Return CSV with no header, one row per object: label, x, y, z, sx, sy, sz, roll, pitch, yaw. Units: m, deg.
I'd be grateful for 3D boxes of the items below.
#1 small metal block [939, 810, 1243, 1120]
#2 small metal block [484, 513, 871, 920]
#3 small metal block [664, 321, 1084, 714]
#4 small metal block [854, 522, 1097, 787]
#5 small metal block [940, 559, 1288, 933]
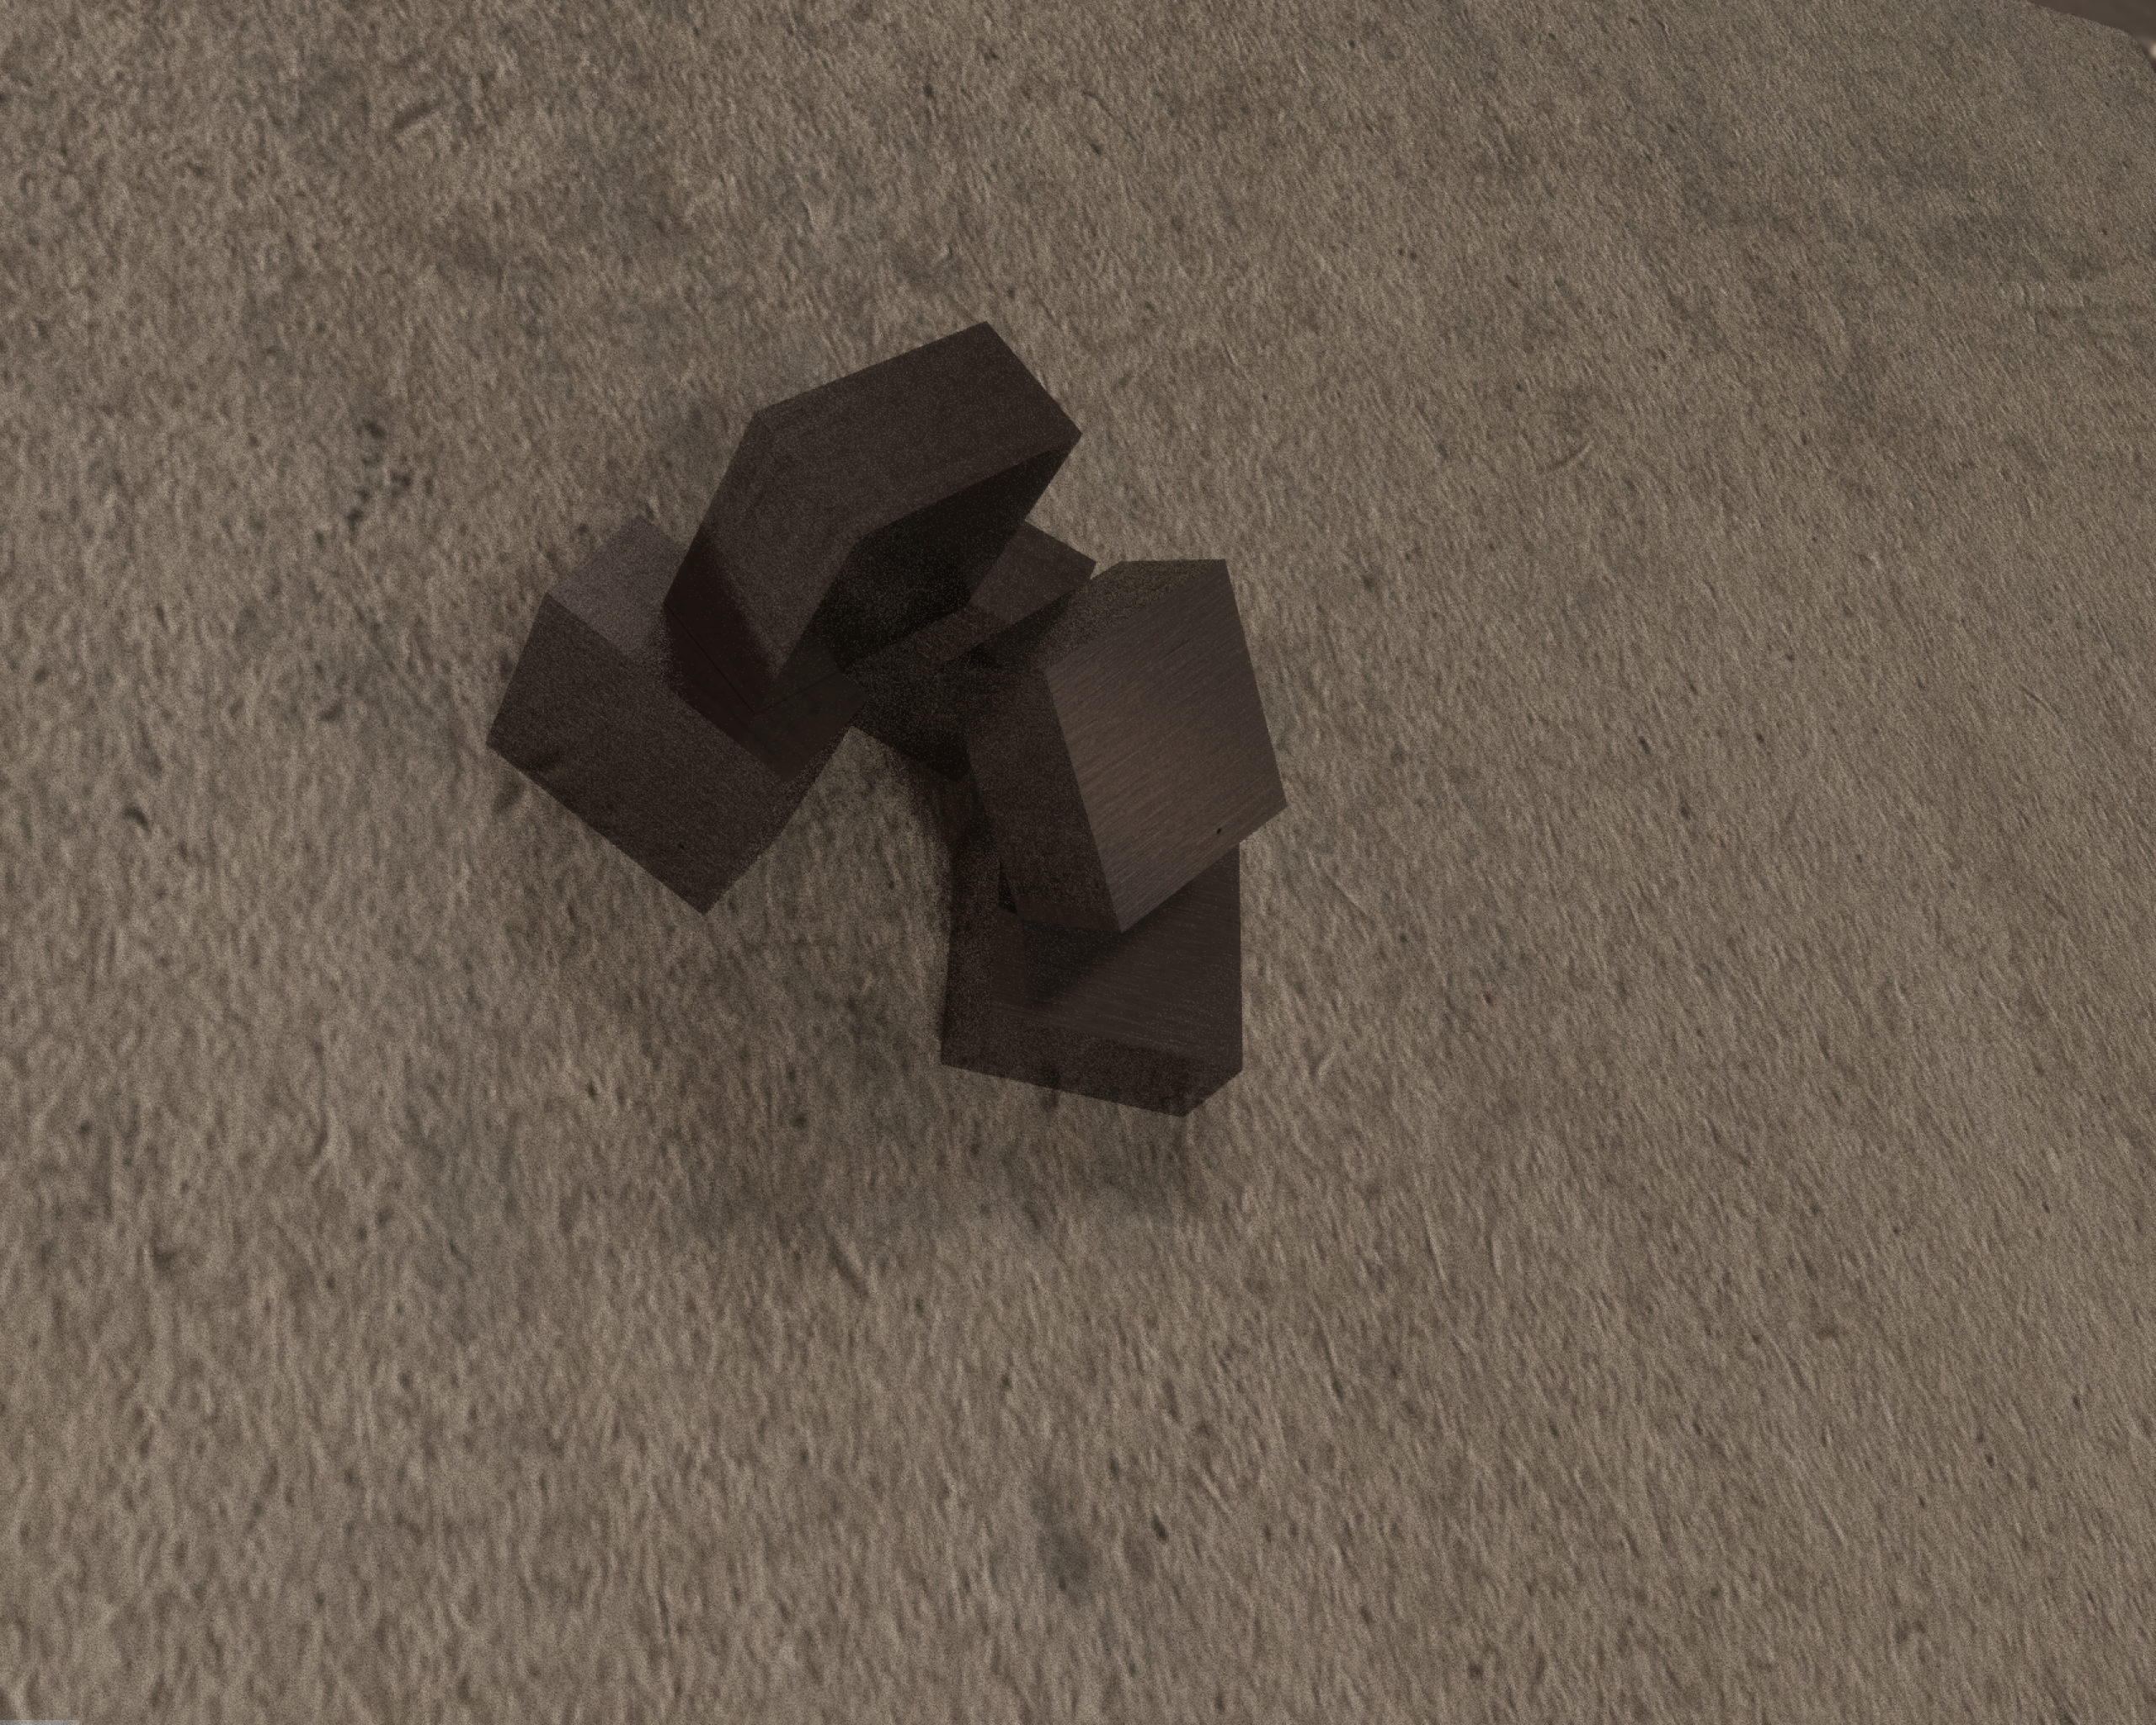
small metal block,0.003,0.017,0.398,0.050,0.025,0.050,15,56,-20
small metal block,-0.072,-0.025,0.367,0.050,0.050,0.025,39,51,-3
small metal block,-0.034,-0.056,0.342,0.050,0.050,0.025,-33,81,-38
small metal block,-0.032,-0.048,0.403,0.050,0.050,0.025,28,52,-11
small metal block,0.008,-0.022,0.377,0.050,0.025,0.050,-36,119,-39
